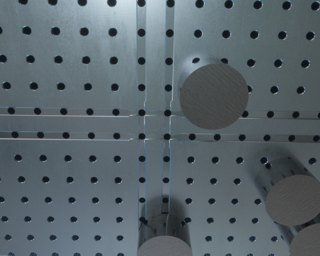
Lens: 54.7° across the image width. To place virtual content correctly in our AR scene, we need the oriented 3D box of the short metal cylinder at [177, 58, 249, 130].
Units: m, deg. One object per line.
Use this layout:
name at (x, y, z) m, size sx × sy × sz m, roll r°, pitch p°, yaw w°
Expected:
short metal cylinder at (0.063, -0.044, 0.385) m, size 0.081 × 0.050 × 0.079 m, roll 0°, pitch 110°, yaw -1°

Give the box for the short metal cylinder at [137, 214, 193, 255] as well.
short metal cylinder at (0.007, 0.178, 0.466) m, size 0.081 × 0.050 × 0.079 m, roll 0°, pitch 110°, yaw -1°

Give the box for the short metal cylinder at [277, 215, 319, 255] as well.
short metal cylinder at (0.224, 0.159, 0.462) m, size 0.081 × 0.050 × 0.079 m, roll 0°, pitch 110°, yaw -1°

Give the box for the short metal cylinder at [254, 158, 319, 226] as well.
short metal cylinder at (0.180, 0.089, 0.436) m, size 0.081 × 0.050 × 0.079 m, roll 0°, pitch 110°, yaw -1°
